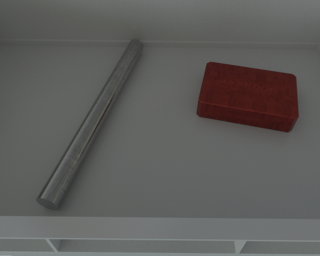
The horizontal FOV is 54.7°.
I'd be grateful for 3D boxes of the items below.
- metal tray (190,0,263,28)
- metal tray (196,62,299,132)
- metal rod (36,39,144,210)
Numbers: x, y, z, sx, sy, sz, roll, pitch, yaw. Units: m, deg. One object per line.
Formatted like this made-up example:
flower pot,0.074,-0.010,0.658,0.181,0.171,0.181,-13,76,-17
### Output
metal tray,0.132,-0.243,0.609,0.131,0.030,0.090,13,51,10
metal tray,0.125,-0.047,0.443,0.131,0.030,0.090,11,51,8
metal rod,-0.081,-0.028,0.427,0.025,0.025,0.300,13,51,10
